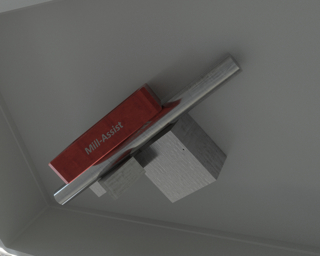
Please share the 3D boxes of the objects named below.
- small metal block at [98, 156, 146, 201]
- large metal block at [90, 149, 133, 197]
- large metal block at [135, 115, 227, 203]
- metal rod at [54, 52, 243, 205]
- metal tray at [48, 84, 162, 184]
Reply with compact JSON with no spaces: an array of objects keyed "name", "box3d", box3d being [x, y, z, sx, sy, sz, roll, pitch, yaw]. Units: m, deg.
[{"name":"small metal block","box3d":[-0.049,0.061,0.390,0.025,0.050,0.050,50,165,-7]},{"name":"large metal block","box3d":[-0.084,0.044,0.458,0.080,0.050,0.080,47,129,-6]},{"name":"large metal block","box3d":[0.025,0.039,0.401,0.080,0.050,0.080,47,129,-6]},{"name":"metal rod","box3d":[-0.031,0.014,0.382,0.299,0.025,0.025,-37,98,23]},{"name":"metal tray","box3d":[-0.058,0.002,0.360,0.130,0.090,0.030,-38,99,6]}]
